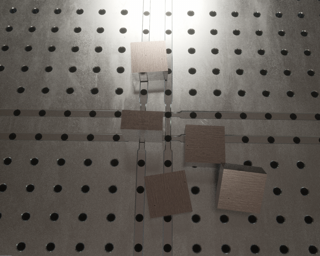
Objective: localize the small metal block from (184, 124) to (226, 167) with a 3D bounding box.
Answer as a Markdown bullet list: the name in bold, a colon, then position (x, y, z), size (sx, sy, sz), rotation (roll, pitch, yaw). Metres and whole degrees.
- **small metal block**: position (0.057, 0.024, 0.404), size (0.050, 0.025, 0.050), rotation (3, 70, 0)

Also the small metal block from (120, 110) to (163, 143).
- **small metal block**: position (-0.022, -0.001, 0.399), size (0.050, 0.050, 0.025), rotation (2, 70, 0)

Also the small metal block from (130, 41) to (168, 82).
- **small metal block**: position (-0.016, -0.097, 0.447), size (0.050, 0.025, 0.050), rotation (-4, 70, -2)

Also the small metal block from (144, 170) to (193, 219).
- **small metal block**: position (0.009, 0.083, 0.382), size (0.050, 0.025, 0.050), rotation (-9, 70, -4)

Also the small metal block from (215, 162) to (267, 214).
- **small metal block**: position (0.097, 0.072, 0.375), size (0.050, 0.025, 0.050), rotation (7, 101, 2)
